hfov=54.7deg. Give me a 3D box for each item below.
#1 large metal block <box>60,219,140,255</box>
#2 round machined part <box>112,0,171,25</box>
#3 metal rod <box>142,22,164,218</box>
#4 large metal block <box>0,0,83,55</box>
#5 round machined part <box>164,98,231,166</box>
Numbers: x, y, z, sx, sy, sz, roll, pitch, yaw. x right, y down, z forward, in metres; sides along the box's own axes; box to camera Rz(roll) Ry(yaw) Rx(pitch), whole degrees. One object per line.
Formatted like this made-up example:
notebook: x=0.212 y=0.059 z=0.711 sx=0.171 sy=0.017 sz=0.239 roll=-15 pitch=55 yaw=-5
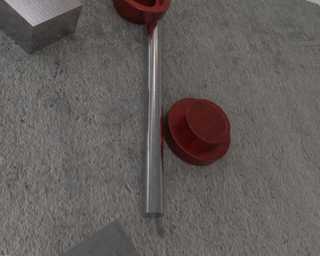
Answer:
large metal block: x=-0.048 y=0.134 z=0.261 sx=0.050 sy=0.080 sz=0.080 roll=-26 pitch=76 yaw=-37
round machined part: x=-0.036 y=-0.207 z=0.500 sx=0.099 sy=0.042 sz=0.098 roll=14 pitch=56 yaw=-21
metal rod: x=-0.009 y=-0.032 z=0.418 sx=0.025 sy=0.025 sz=0.299 roll=13 pitch=56 yaw=-21
large metal block: x=-0.161 y=-0.152 z=0.394 sx=0.080 sy=0.050 sz=0.080 roll=43 pitch=51 yaw=1
round machined part: x=0.056 y=-0.001 z=0.424 sx=0.099 sy=0.042 sz=0.098 roll=14 pitch=56 yaw=-21
